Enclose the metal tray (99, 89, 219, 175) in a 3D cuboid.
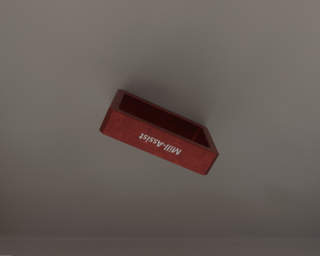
[{"bbox_3d":[0.000,0.002,0.374,0.131,0.090,0.030,23,108,-9],"label":"metal tray"}]
